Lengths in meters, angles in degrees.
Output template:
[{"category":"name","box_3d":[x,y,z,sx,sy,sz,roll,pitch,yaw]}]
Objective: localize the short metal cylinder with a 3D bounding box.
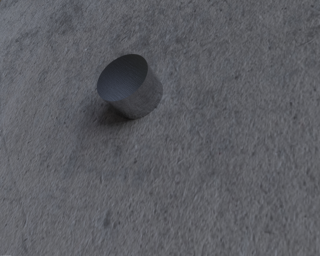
[{"category":"short metal cylinder","box_3d":[-0.042,-0.059,0.444,0.080,0.050,0.080,-13,56,20]}]
